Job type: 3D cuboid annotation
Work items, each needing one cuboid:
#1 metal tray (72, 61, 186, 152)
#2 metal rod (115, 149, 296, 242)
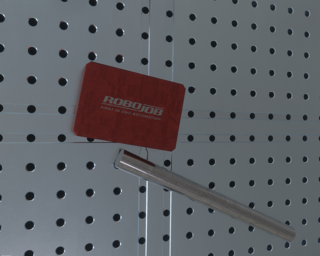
[{"bbox_3d":[-0.038,-0.024,0.396,0.131,0.030,0.090,11,86,-20],"label":"metal tray"},{"bbox_3d":[0.076,0.103,0.441,0.301,0.025,0.025,27,81,-18],"label":"metal rod"}]
